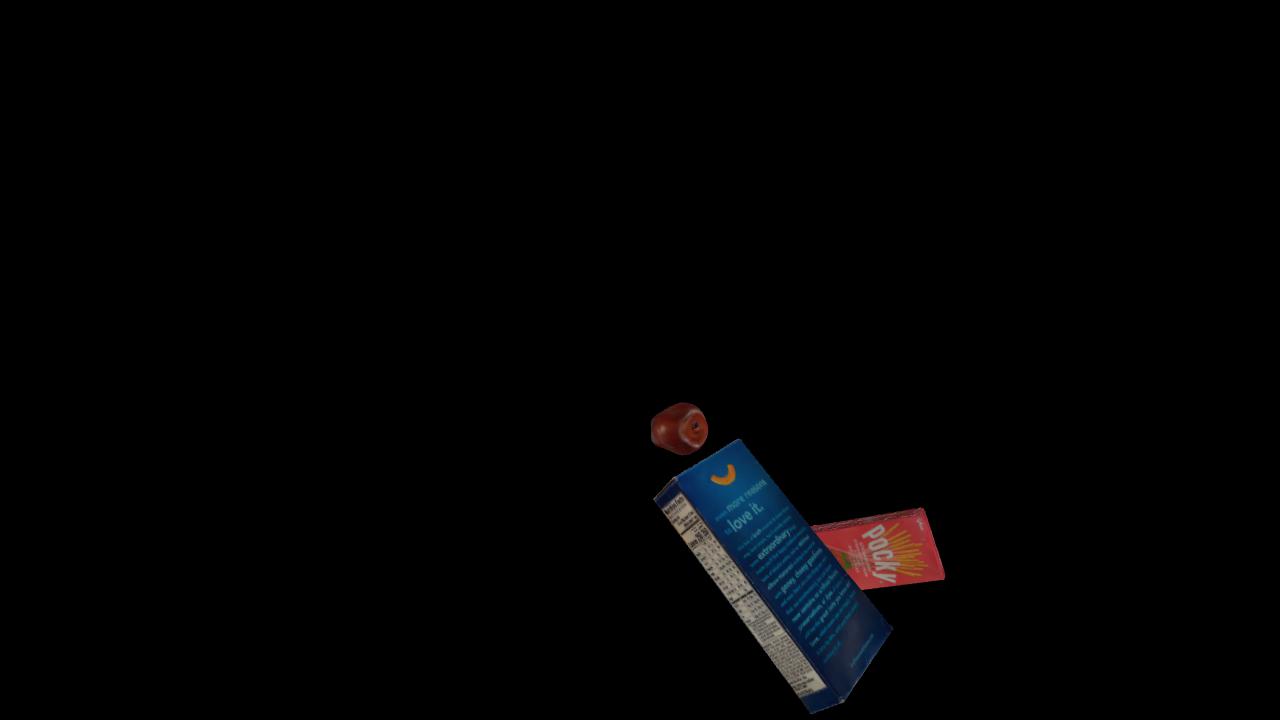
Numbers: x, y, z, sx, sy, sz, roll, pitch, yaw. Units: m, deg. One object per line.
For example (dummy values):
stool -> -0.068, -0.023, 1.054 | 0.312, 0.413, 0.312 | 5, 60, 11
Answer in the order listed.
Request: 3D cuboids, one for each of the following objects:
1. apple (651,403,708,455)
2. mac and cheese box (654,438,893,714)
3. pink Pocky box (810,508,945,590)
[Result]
apple -> 0.059, 0.103, 0.928 | 0.079, 0.079, 0.093 | 0, -9, -38
mac and cheese box -> 0.101, 0.155, 0.470 | 0.093, 0.184, 0.041 | -20, -24, -45
pink Pocky box -> 0.290, 0.243, 0.776 | 0.155, 0.084, 0.029 | -18, -1, 25
